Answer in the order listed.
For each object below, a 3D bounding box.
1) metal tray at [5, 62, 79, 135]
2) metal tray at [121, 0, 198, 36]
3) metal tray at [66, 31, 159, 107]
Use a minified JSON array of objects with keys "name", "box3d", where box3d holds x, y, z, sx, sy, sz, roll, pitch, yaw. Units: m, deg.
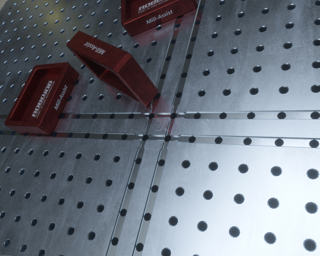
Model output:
[{"name":"metal tray","box3d":[-0.208,-0.054,0.548,0.090,0.030,0.130,2,63,29]},{"name":"metal tray","box3d":[-0.005,-0.224,0.545,0.130,0.030,0.090,-18,55,18]},{"name":"metal tray","box3d":[-0.071,-0.088,0.458,0.130,0.090,0.030,32,80,38]}]
